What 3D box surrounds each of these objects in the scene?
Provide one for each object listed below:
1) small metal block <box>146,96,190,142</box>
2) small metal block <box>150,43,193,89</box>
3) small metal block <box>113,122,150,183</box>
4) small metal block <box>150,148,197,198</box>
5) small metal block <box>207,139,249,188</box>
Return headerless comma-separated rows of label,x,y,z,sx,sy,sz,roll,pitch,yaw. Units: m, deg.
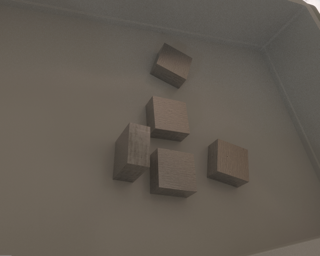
small metal block,0.010,-0.012,0.420,0.050,0.025,0.050,9,58,-24
small metal block,0.018,-0.095,0.475,0.050,0.025,0.050,26,52,-12
small metal block,-0.033,0.029,0.355,0.025,0.050,0.050,13,56,-21
small metal block,0.016,0.056,0.382,0.050,0.025,0.050,12,57,-22
small metal block,0.094,0.049,0.429,0.050,0.025,0.050,20,54,-17
